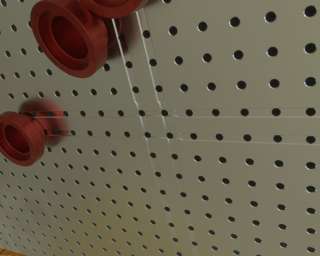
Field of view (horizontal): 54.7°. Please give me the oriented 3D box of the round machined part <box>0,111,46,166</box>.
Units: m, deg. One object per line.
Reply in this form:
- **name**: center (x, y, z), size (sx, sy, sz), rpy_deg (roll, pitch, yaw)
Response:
- **round machined part**: center (-0.237, 0.014, 0.531), size (0.098, 0.042, 0.097), rpy_deg (13, 124, 20)

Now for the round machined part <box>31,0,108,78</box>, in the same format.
- **round machined part**: center (-0.102, -0.112, 0.373), size (0.098, 0.042, 0.097), rpy_deg (23, 141, 20)

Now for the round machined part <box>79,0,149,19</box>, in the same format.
- **round machined part**: center (-0.046, -0.167, 0.319), size (0.098, 0.042, 0.097), rpy_deg (13, 124, 20)
